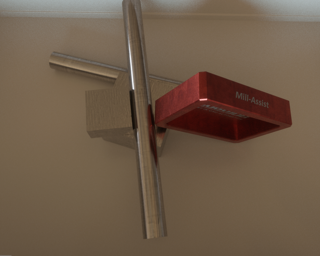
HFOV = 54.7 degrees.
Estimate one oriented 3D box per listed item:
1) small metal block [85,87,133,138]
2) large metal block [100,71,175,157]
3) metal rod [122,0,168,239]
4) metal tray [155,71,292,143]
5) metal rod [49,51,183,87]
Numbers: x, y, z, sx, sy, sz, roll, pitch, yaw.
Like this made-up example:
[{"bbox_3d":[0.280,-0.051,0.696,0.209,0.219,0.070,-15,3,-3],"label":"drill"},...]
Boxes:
[{"bbox_3d":[-0.058,-0.018,0.361,0.050,0.025,0.050,-6,70,-3],"label":"small metal block"},{"bbox_3d":[-0.025,-0.017,0.401,0.080,0.050,0.080,17,71,6],"label":"large metal block"},{"bbox_3d":[-0.022,-0.028,0.365,0.025,0.025,0.299,-6,70,-3],"label":"metal rod"},{"bbox_3d":[0.071,-0.017,0.352,0.131,0.090,0.030,12,68,-29],"label":"metal tray"},{"bbox_3d":[-0.006,-0.061,0.431,0.302,0.025,0.025,14,71,4],"label":"metal rod"}]
